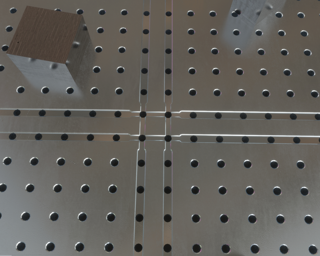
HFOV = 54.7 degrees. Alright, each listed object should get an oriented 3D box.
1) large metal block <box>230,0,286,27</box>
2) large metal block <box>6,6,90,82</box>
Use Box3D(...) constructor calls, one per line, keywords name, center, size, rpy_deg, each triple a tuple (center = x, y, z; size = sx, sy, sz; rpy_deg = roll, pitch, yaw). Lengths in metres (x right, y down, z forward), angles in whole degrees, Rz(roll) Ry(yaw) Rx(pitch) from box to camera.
Box3D(name="large metal block", center=(0.160, -0.214, 0.463), size=(0.080, 0.080, 0.050), rpy_deg=(-41, 76, -14))
Box3D(name="large metal block", center=(-0.154, -0.118, 0.440), size=(0.080, 0.050, 0.080), rpy_deg=(11, 70, 3))
